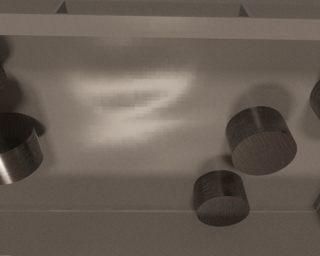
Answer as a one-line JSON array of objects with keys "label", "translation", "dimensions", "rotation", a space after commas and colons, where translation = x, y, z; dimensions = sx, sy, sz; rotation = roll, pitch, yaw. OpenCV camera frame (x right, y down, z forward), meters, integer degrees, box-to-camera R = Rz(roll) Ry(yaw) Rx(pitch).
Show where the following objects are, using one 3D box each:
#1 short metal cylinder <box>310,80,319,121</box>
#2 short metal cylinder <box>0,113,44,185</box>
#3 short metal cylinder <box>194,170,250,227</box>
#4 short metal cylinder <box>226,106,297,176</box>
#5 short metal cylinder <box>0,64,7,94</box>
[{"label": "short metal cylinder", "translation": [0.231, -0.029, 0.372], "dimensions": [0.081, 0.050, 0.079], "rotation": [0, 130, 0]}, {"label": "short metal cylinder", "translation": [-0.195, 0.024, 0.391], "dimensions": [0.081, 0.080, 0.050], "rotation": [-1, 130, 0]}, {"label": "short metal cylinder", "translation": [0.096, 0.112, 0.490], "dimensions": [0.081, 0.050, 0.079], "rotation": [0, 130, 0]}, {"label": "short metal cylinder", "translation": [0.132, 0.018, 0.410], "dimensions": [0.081, 0.050, 0.079], "rotation": [0, 130, 0]}, {"label": "short metal cylinder", "translation": [-0.215, -0.049, 0.328], "dimensions": [0.080, 0.080, 0.050], "rotation": [35, 122, -26]}]
